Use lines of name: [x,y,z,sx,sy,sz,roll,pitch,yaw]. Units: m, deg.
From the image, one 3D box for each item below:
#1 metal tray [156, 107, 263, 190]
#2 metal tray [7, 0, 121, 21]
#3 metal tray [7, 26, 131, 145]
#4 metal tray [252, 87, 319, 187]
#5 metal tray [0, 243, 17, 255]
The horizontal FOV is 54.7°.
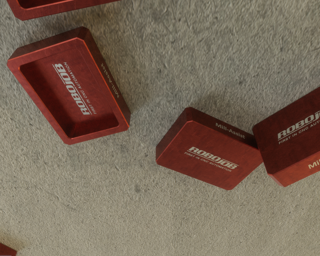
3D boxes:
metal tray: [0.071,0.033,0.433,0.131,0.030,0.089,23,127,-19]
metal tray: [-0.082,-0.154,0.271,0.131,0.030,0.090,-9,130,7]
metal tray: [-0.100,-0.043,0.365,0.090,0.030,0.130,-14,129,12]
metal tray: [0.182,0.003,0.368,0.130,0.090,0.030,-35,122,25]
metal tray: [-0.370,0.264,0.625,0.130,0.030,0.090,-27,125,21]
